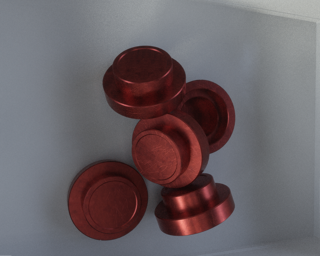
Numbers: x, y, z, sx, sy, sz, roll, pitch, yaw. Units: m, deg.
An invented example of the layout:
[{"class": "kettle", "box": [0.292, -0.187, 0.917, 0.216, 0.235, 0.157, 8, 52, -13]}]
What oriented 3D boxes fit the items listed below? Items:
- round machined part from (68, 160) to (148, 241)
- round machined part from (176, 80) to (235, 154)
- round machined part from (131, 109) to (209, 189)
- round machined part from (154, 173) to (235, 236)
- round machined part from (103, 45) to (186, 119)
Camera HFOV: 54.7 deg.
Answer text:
[{"class": "round machined part", "box": [-0.061, 0.089, 0.379, 0.099, 0.042, 0.097, 0, 90, -20]}, {"class": "round machined part", "box": [0.048, -0.014, 0.419, 0.099, 0.042, 0.097, 0, 90, -20]}, {"class": "round machined part", "box": [0.005, 0.028, 0.371, 0.042, 0.098, 0.097, -28, 102, -54]}, {"class": "round machined part", "box": [0.039, 0.089, 0.386, 0.099, 0.098, 0.042, -21, 97, -19]}, {"class": "round machined part", "box": [-0.019, -0.060, 0.365, 0.099, 0.042, 0.098, -2, 50, 2]}]
